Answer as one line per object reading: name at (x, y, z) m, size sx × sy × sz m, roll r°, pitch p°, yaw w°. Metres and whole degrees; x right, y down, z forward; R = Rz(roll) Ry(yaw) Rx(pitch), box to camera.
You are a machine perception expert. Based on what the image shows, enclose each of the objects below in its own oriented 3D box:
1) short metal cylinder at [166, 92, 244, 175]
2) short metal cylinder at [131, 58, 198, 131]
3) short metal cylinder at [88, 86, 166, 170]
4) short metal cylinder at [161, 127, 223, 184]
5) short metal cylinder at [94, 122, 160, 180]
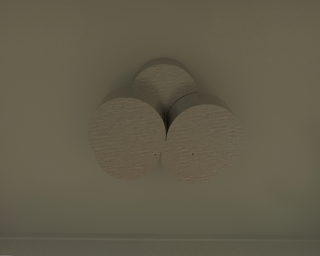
short metal cylinder at (0.047, 0.005, 0.344) m, size 0.081 × 0.050 × 0.079 m, roll 0°, pitch 110°, yaw 0°
short metal cylinder at (0.005, -0.042, 0.381) m, size 0.081 × 0.050 × 0.079 m, roll 0°, pitch 110°, yaw 0°
short metal cylinder at (-0.034, -0.001, 0.342) m, size 0.081 × 0.050 × 0.079 m, roll 0°, pitch 110°, yaw 0°
short metal cylinder at (0.042, 0.025, 0.406) m, size 0.081 × 0.050 × 0.079 m, roll 0°, pitch 110°, yaw 0°
short metal cylinder at (-0.040, 0.020, 0.403) m, size 0.081 × 0.050 × 0.079 m, roll 0°, pitch 110°, yaw 0°
